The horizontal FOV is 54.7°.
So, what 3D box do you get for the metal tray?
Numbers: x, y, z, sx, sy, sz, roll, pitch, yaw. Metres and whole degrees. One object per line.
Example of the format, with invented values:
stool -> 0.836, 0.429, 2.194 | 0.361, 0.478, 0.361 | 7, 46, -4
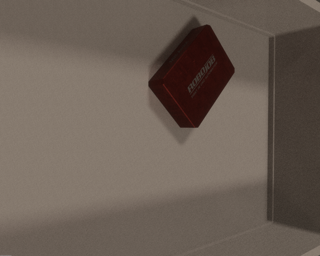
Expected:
metal tray -> 0.051, -0.075, 0.448 | 0.090, 0.030, 0.130 | 51, 60, -28
